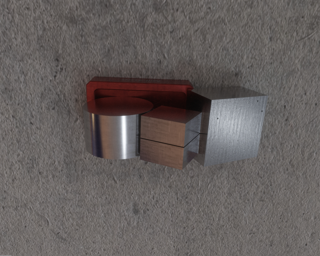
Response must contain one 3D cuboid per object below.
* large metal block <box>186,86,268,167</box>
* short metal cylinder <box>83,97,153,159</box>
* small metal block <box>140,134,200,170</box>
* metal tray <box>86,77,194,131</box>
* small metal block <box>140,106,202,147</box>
[{"bbox_3d":[0.078,-0.005,0.381,0.081,0.050,0.079,-7,113,-26],"label":"large metal block"},{"bbox_3d":[-0.048,-0.003,0.366,0.081,0.080,0.050,1,110,-1],"label":"short metal cylinder"},{"bbox_3d":[0.012,0.021,0.349,0.050,0.050,0.025,11,111,23],"label":"small metal block"},{"bbox_3d":[-0.025,-0.017,0.401,0.131,0.030,0.089,2,110,-1],"label":"metal tray"},{"bbox_3d":[0.013,-0.004,0.341,0.050,0.050,0.025,11,111,23],"label":"small metal block"}]
